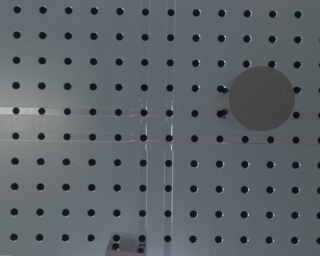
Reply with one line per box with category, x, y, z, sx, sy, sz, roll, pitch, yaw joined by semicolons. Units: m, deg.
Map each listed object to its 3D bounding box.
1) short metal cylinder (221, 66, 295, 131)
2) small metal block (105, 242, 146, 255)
short metal cylinder;0.124;-0.036;0.402;0.081;0.050;0.079;0;90;0
small metal block;-0.047;0.185;0.413;0.050;0.025;0.050;6;90;0
